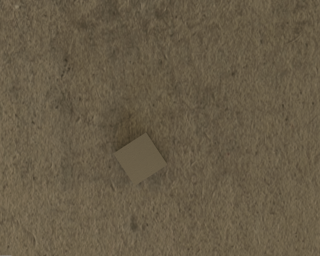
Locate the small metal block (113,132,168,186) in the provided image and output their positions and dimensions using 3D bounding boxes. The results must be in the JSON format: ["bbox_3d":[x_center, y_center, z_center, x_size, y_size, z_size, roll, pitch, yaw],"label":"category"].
[{"bbox_3d":[-0.025,0.040,0.410,0.050,0.025,0.050,-33,90,0],"label":"small metal block"}]
